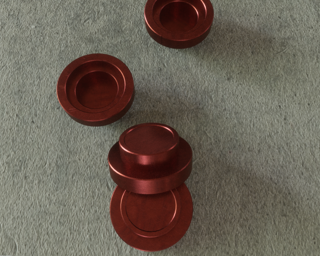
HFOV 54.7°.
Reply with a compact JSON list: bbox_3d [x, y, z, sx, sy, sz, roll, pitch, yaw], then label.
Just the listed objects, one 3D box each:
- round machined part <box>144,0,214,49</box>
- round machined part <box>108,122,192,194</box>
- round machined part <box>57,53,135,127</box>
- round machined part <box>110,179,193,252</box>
[{"bbox_3d":[0.027,-0.157,0.457,0.099,0.042,0.098,0,70,0],"label":"round machined part"},{"bbox_3d":[-0.012,0.028,0.361,0.099,0.042,0.098,-2,31,1],"label":"round machined part"},{"bbox_3d":[-0.083,-0.047,0.416,0.099,0.042,0.098,0,70,0],"label":"round machined part"},{"bbox_3d":[-0.010,0.093,0.365,0.099,0.042,0.098,0,70,0],"label":"round machined part"}]
